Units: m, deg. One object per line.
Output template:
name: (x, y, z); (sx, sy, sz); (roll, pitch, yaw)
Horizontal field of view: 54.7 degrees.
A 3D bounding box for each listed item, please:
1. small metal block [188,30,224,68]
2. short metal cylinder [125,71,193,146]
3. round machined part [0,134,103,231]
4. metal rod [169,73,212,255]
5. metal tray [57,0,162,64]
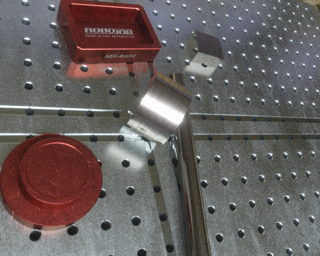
small metal block: (0.079, -0.136, 0.536); (0.050, 0.025, 0.050); (10, 58, -24)
short metal cylinder: (-0.002, -0.024, 0.388); (0.050, 0.080, 0.080); (31, 52, -9)
round machined part: (-0.106, 0.049, 0.311); (0.099, 0.042, 0.098); (14, 56, -21)
metal rod: (0.037, 0.055, 0.396); (0.025, 0.025, 0.299); (9, 58, -24)
metal tray: (-0.072, -0.141, 0.452); (0.131, 0.030, 0.090); (-10, 67, -33)
